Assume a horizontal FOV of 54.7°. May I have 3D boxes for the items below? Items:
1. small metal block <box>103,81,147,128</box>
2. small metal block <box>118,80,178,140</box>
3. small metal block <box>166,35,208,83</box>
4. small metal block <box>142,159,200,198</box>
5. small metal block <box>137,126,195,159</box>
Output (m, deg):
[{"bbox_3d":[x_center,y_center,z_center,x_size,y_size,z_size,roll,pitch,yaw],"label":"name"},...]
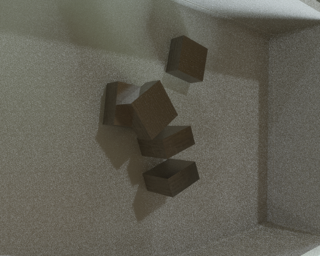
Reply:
[{"bbox_3d":[-0.039,-0.026,0.376,0.050,0.025,0.050,8,85,-40],"label":"small metal block"},{"bbox_3d":[-0.013,-0.021,0.365,0.050,0.025,0.050,-44,117,-31],"label":"small metal block"},{"bbox_3d":[0.039,-0.096,0.441,0.050,0.025,0.050,16,80,-39],"label":"small metal block"},{"bbox_3d":[0.014,0.063,0.405,0.050,0.050,0.025,-26,107,-37],"label":"small metal block"},{"bbox_3d":[0.008,0.017,0.399,0.050,0.050,0.025,-24,106,-38],"label":"small metal block"}]
